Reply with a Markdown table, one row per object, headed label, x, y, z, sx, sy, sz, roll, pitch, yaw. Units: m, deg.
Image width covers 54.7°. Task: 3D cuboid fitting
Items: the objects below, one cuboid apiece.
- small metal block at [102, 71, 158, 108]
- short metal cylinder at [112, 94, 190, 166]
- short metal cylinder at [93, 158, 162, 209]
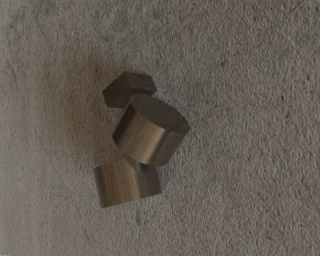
| label | x | y | z | sx | sy | sz | roll | pitch | yaw |
| --- | --- | --- | --- | --- | --- | --- | --- | --- | --- |
| small metal block | -0.041 | -0.050 | 0.420 | 0.050 | 0.050 | 0.025 | -33 | 70 | 35 |
| short metal cylinder | -0.011 | 0.001 | 0.377 | 0.080 | 0.081 | 0.050 | 45 | 117 | 30 |
| short metal cylinder | -0.042 | 0.070 | 0.402 | 0.080 | 0.081 | 0.050 | -23 | 76 | 37 |
